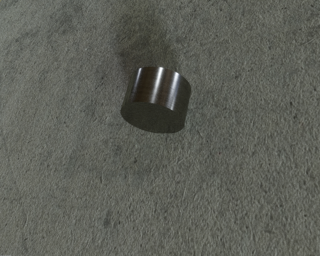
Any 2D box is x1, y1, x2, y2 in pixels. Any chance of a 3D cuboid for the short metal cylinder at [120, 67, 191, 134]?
[{"bbox_3d":[-0.004,-0.033,0.392,0.080,0.080,0.050,-1,62,27],"label":"short metal cylinder"}]
